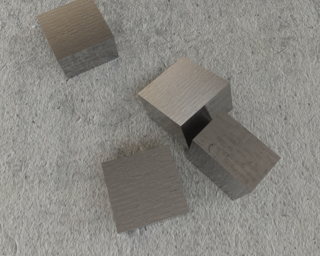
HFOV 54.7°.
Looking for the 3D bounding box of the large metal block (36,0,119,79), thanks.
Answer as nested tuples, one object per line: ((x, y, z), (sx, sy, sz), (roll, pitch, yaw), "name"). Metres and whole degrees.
((-0.115, -0.129, 0.441), (0.080, 0.050, 0.080), (-26, 72, -9), "large metal block")

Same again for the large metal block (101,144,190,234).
((-0.017, 0.074, 0.368), (0.081, 0.050, 0.080), (-15, 71, -6), "large metal block")

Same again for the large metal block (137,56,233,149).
((0.033, -0.034, 0.394), (0.080, 0.050, 0.080), (-41, 54, -14), "large metal block")

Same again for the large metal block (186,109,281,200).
((0.081, 0.035, 0.366), (0.080, 0.080, 0.050), (42, 75, 13), "large metal block")
